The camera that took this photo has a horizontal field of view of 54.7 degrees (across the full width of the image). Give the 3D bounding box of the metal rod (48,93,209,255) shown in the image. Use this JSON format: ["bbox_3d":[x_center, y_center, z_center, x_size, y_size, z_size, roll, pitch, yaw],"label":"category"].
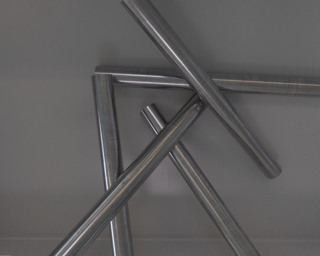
[{"bbox_3d":[-0.040,0.066,0.340,0.025,0.025,0.301,48,67,-15],"label":"metal rod"}]

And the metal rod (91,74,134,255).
[{"bbox_3d":[-0.050,0.087,0.362,0.025,0.025,0.298,-7,90,2],"label":"metal rod"}]

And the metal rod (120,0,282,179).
[{"bbox_3d":[0.064,-0.036,0.373,0.025,0.025,0.300,-38,115,13],"label":"metal rod"}]

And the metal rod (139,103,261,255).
[{"bbox_3d":[0.068,0.097,0.383,0.025,0.025,0.299,-36,82,12],"label":"metal rod"}]

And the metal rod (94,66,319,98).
[{"bbox_3d":[0.071,-0.057,0.390,0.302,0.025,0.025,3,110,-2],"label":"metal rod"}]
